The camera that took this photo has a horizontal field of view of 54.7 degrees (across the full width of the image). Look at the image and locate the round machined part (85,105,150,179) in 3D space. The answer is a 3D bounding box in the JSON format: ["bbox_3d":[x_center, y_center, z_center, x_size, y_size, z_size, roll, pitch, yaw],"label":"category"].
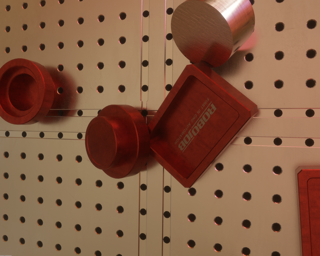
[{"bbox_3d":[-0.062,0.018,0.405,0.098,0.042,0.097,4,95,44],"label":"round machined part"}]

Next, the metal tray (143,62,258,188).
[{"bbox_3d":[0.041,-0.001,0.373,0.090,0.030,0.129,42,122,14],"label":"metal tray"}]

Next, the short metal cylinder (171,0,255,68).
[{"bbox_3d":[0.060,-0.117,0.355,0.080,0.080,0.050,35,58,16],"label":"short metal cylinder"}]

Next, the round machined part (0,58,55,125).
[{"bbox_3d":[-0.202,-0.054,0.473,0.098,0.042,0.097,0,90,19],"label":"round machined part"}]

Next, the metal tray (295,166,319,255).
[{"bbox_3d":[0.202,0.108,0.338,0.090,0.030,0.129,-3,89,19],"label":"metal tray"}]
